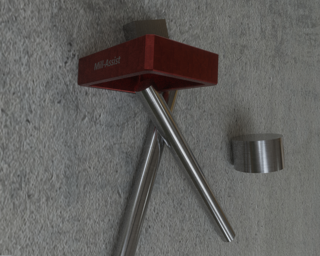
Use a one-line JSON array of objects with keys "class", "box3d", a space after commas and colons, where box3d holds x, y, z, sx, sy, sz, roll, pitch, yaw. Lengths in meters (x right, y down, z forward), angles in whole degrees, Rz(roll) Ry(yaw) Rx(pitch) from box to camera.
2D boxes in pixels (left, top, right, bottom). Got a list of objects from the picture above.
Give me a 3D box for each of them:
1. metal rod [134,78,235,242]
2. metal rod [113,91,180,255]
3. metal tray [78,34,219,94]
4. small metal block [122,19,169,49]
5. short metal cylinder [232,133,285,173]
[{"class": "metal rod", "box3d": [0.046, 0.063, 0.422, 0.025, 0.025, 0.299, -49, 126, -29]}, {"class": "metal rod", "box3d": [-0.015, 0.052, 0.393, 0.025, 0.025, 0.299, 26, 74, -38]}, {"class": "metal tray", "box3d": [-0.016, -0.060, 0.324, 0.091, 0.130, 0.030, 4, 88, -40]}, {"class": "small metal block", "box3d": [-0.015, -0.109, 0.394, 0.050, 0.025, 0.050, -20, 103, -39]}, {"class": "short metal cylinder", "box3d": [0.160, 0.039, 0.507, 0.081, 0.080, 0.050, -10, 97, -40]}]
